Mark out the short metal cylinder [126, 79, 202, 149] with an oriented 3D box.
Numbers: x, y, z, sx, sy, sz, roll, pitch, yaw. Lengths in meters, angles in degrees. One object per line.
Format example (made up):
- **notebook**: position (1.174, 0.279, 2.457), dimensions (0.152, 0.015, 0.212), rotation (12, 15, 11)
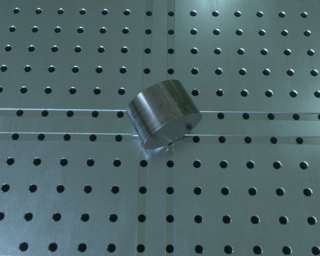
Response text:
- **short metal cylinder**: position (0.005, -0.016, 0.388), dimensions (0.080, 0.080, 0.050), rotation (-27, 72, -9)
